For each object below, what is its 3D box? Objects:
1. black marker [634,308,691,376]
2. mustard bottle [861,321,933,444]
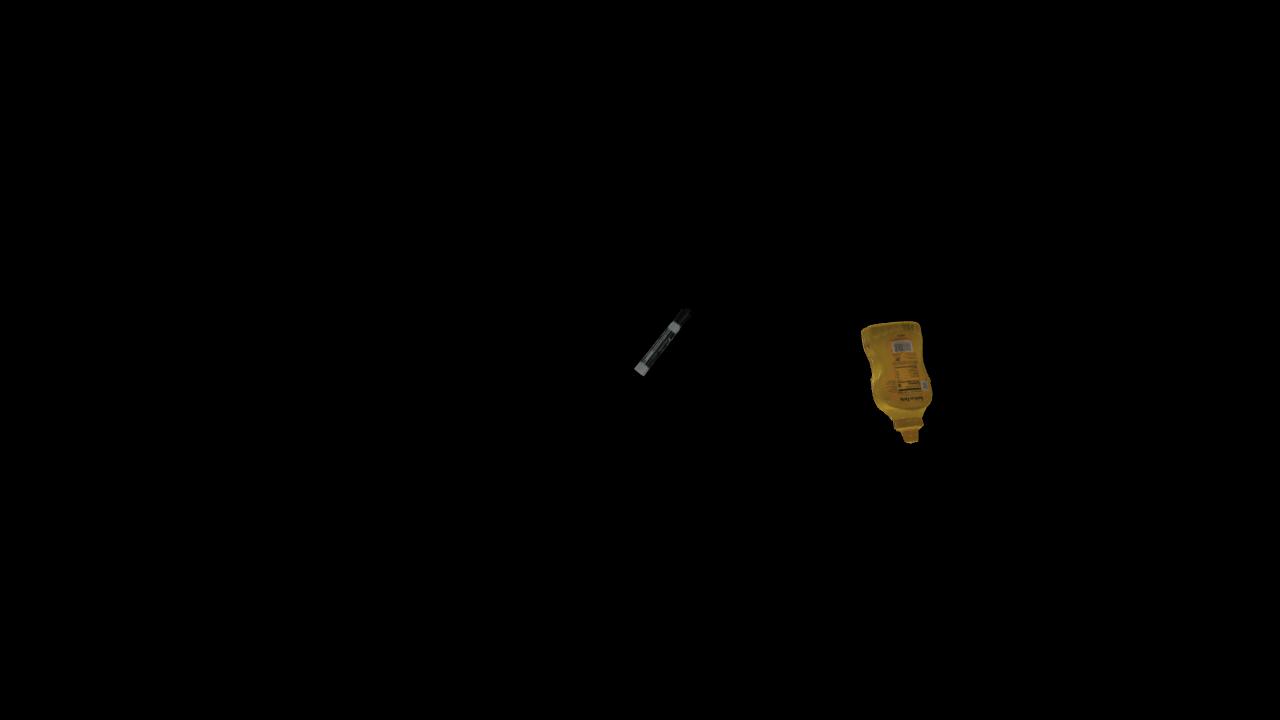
[{"bbox_3d":[0.035,-0.028,0.915,0.020,0.121,0.020,38,-1,1],"label":"black marker"},{"bbox_3d":[0.397,0.035,0.936,0.092,0.184,0.054,-3,-12,-14],"label":"mustard bottle"}]
